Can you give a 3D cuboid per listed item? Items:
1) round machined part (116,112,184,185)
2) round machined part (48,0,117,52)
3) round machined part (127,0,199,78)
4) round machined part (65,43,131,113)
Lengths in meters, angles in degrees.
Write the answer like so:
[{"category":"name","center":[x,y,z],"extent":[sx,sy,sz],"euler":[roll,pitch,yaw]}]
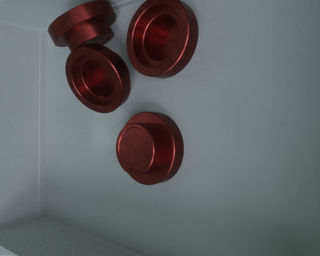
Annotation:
[{"category":"round machined part","center":[-0.020,0.027,0.411],"extent":[0.098,0.042,0.097],"euler":[0,90,39]},{"category":"round machined part","center":[-0.106,-0.140,0.450],"extent":[0.098,0.099,0.042],"euler":[-22,98,37]},{"category":"round machined part","center":[0.007,-0.111,0.388],"extent":[0.098,0.042,0.097],"euler":[0,90,39]},{"category":"round machined part","center":[-0.083,-0.074,0.444],"extent":[0.098,0.042,0.097],"euler":[16,128,23]}]
